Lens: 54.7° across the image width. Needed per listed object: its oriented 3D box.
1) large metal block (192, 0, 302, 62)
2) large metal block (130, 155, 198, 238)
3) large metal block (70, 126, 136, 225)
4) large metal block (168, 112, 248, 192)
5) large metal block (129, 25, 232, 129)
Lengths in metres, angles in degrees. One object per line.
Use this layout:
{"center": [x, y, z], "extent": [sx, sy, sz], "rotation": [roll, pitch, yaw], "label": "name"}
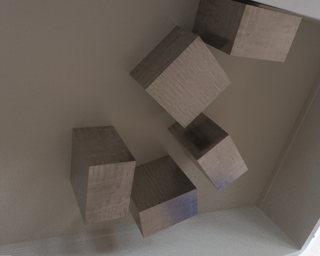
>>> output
{"center": [0.095, -0.116, 0.355], "extent": [0.081, 0.080, 0.050], "rotation": [-1, 119, -29], "label": "large metal block"}
{"center": [-0.004, 0.091, 0.429], "extent": [0.081, 0.080, 0.050], "rotation": [-18, 126, -18], "label": "large metal block"}
{"center": [-0.071, 0.052, 0.368], "extent": [0.050, 0.080, 0.079], "rotation": [-4, 120, -27], "label": "large metal block"}
{"center": [0.066, 0.029, 0.429], "extent": [0.050, 0.080, 0.080], "rotation": [-39, 130, -2], "label": "large metal block"}
{"center": [0.025, -0.060, 0.371], "extent": [0.080, 0.050, 0.080], "rotation": [-45, 130, 3], "label": "large metal block"}
